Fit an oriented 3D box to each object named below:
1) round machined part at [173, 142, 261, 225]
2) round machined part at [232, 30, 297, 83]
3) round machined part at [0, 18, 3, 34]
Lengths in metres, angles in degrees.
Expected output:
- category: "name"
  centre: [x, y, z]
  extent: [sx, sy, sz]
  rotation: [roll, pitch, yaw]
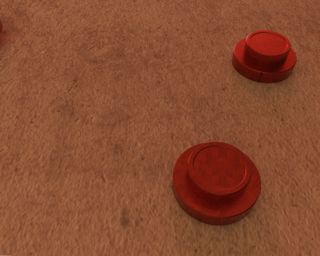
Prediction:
- category: "round machined part"
  centre: [0.064, 0.054, 0.347]
  extent: [0.099, 0.042, 0.098]
  rotation: [0, 50, 0]
- category: "round machined part"
  centre: [0.168, -0.120, 0.495]
  extent: [0.099, 0.042, 0.098]
  rotation: [0, 50, 0]
- category: "round machined part"
  centre: [-0.318, -0.163, 0.525]
  extent: [0.099, 0.042, 0.098]
  rotation: [0, 50, 0]
